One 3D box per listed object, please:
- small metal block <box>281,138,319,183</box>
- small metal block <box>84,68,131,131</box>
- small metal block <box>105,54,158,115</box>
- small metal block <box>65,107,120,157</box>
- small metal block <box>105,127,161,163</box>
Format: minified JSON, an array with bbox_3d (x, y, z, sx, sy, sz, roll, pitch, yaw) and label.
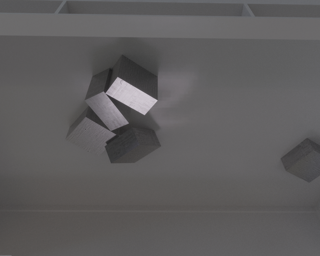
[{"bbox_3d":[0.216,0.048,0.452,0.050,0.025,0.050,26,125,-21],"label":"small metal block"},{"bbox_3d":[-0.058,-0.034,0.363,0.025,0.050,0.050,-22,127,18],"label":"small metal block"},{"bbox_3d":[-0.030,-0.049,0.350,0.050,0.050,0.025,29,124,-23],"label":"small metal block"},{"bbox_3d":[-0.088,0.005,0.412,0.050,0.025,0.050,33,123,-25],"label":"small metal block"},{"bbox_3d":[-0.035,0.024,0.413,0.050,0.025,0.050,-34,159,25],"label":"small metal block"}]
